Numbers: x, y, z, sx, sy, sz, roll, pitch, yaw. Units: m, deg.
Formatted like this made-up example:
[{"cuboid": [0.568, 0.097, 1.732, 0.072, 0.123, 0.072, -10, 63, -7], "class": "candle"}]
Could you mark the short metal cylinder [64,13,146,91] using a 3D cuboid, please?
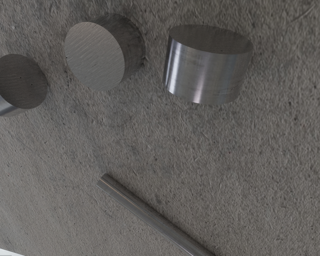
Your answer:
[{"cuboid": [-0.064, -0.091, 0.369, 0.080, 0.050, 0.079, 13, 124, 21], "class": "short metal cylinder"}]

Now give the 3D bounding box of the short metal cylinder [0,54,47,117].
[{"cuboid": [-0.213, -0.060, 0.446, 0.050, 0.080, 0.080, -14, 111, 34], "class": "short metal cylinder"}]

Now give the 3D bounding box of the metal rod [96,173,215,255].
[{"cuboid": [0.023, 0.173, 0.501, 0.300, 0.025, 0.025, 36, 129, 3], "class": "metal rod"}]

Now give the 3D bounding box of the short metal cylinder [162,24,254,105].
[{"cuboid": [0.045, -0.065, 0.307, 0.080, 0.080, 0.050, 20, 126, 16], "class": "short metal cylinder"}]
